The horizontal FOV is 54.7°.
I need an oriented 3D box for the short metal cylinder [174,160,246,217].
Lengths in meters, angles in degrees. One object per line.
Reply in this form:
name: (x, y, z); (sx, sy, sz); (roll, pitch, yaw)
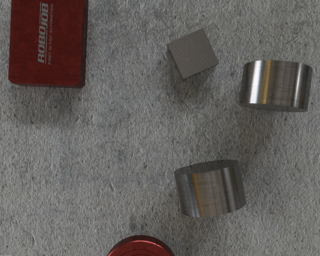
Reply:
short metal cylinder: (0.061, 0.072, 0.383); (0.080, 0.080, 0.050); (-11, 90, 0)

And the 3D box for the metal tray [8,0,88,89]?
metal tray: (-0.145, -0.120, 0.406); (0.091, 0.030, 0.129); (2, 90, 0)

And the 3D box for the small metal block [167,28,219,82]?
small metal block: (0.043, -0.096, 0.410); (0.050, 0.025, 0.050); (-24, 90, 0)

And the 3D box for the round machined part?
round machined part: (-0.025, 0.187, 0.401); (0.099, 0.042, 0.097); (0, 90, 0)

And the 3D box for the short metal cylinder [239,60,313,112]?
short metal cylinder: (0.142, -0.050, 0.384); (0.080, 0.080, 0.050); (7, 90, 0)
